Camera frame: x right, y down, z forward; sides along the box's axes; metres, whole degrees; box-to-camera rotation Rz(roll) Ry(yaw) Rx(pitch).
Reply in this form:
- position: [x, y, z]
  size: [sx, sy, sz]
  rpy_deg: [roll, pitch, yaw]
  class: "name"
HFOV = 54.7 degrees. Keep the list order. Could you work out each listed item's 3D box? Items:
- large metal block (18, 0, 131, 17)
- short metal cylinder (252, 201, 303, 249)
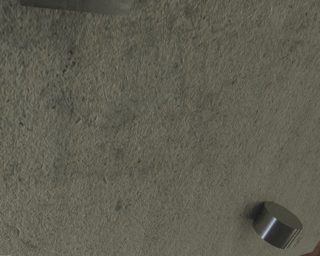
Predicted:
- position: [-0.073, -0.128, 0.252]
  size: [0.081, 0.080, 0.050]
  rpy_deg: [-4, 120, -26]
  class: "large metal block"
- position: [0.233, 0.192, 0.617]
  size: [0.081, 0.080, 0.050]
  rpy_deg: [13, 112, -34]
  class: "short metal cylinder"
